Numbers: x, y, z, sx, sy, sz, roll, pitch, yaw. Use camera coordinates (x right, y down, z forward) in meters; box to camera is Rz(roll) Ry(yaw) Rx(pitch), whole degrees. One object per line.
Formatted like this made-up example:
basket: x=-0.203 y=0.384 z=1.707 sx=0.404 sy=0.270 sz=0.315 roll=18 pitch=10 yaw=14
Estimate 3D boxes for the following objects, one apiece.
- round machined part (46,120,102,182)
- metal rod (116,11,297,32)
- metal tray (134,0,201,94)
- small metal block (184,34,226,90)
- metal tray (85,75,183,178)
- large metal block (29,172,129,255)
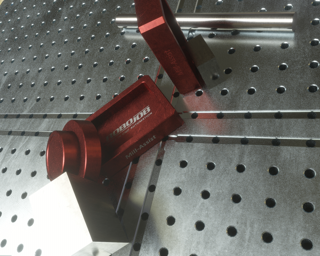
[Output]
round machined part: x=-0.117 y=0.038 z=0.403 sx=0.098 sy=0.042 sz=0.097 roll=-5 pitch=84 yaw=53
metal rod: x=0.051 y=-0.166 z=0.482 sx=0.300 sy=0.025 sz=0.025 roll=13 pitch=68 yaw=33
metal tray: x=0.011 y=-0.116 z=0.405 sx=0.030 sy=0.130 sz=0.090 roll=-21 pitch=54 yaw=16
small metal block: x=0.060 y=-0.088 z=0.414 sx=0.025 sy=0.050 sz=0.050 roll=-29 pitch=52 yaw=10
metal tray: x=-0.045 y=-0.004 z=0.429 sx=0.130 sy=0.030 sz=0.090 roll=-36 pitch=51 yaw=3
large metal block: x=-0.088 y=0.104 z=0.346 sx=0.050 sy=0.080 sz=0.080 roll=-34 pitch=62 yaw=6
